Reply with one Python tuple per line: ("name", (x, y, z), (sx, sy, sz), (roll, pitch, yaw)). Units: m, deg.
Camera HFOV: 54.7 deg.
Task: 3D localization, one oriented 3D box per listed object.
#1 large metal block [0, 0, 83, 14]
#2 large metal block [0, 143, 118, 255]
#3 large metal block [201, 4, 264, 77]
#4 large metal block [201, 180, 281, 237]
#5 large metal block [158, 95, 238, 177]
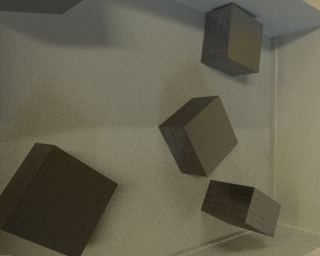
("large metal block", (-0.114, -0.139, 0.275), (0.081, 0.080, 0.050), (-13, 99, -39))
("large metal block", (-0.102, 0.070, 0.305), (0.080, 0.050, 0.080), (40, 66, -33))
("large metal block", (0.114, -0.133, 0.485), (0.081, 0.050, 0.080), (13, 82, -39))
("large metal block", (0.124, 0.122, 0.475), (0.080, 0.080, 0.050), (34, 69, -35))
("large metal block", (0.056, 0.010, 0.437), (0.080, 0.050, 0.080), (-40, 115, -32))
